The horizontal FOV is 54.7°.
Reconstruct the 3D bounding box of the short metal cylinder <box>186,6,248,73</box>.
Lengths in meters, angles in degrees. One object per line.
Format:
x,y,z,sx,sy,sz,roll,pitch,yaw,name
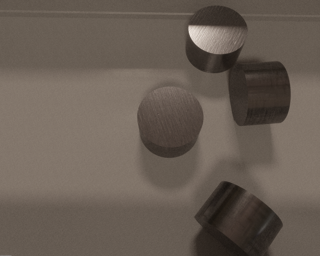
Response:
0.079,-0.126,0.443,0.081,0.050,0.080,0,70,0,short metal cylinder

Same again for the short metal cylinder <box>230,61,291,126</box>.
0.125,-0.044,0.398,0.050,0.080,0.080,-4,70,-2,short metal cylinder

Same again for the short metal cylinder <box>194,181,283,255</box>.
0.086,0.104,0.343,0.080,0.080,0.050,38,74,12,short metal cylinder

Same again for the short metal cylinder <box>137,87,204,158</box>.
0.013,-0.006,0.399,0.081,0.050,0.080,0,70,0,short metal cylinder
